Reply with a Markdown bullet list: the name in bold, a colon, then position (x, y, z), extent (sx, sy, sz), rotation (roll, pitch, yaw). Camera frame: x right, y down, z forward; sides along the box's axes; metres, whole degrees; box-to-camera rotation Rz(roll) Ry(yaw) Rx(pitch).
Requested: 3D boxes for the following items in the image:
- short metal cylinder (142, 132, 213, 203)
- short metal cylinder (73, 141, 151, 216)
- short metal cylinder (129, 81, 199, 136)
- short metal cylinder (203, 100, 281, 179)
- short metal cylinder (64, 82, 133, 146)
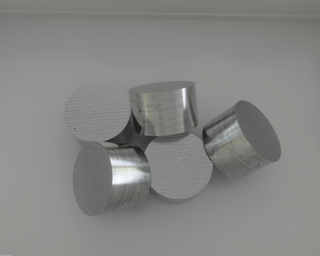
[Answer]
- **short metal cylinder**: position (0.020, 0.049, 0.377), extent (0.081, 0.050, 0.080), rotation (0, 70, 0)
- **short metal cylinder**: position (-0.056, 0.056, 0.351), extent (0.050, 0.080, 0.080), rotation (7, 63, -43)
- **short metal cylinder**: position (0.005, -0.026, 0.381), extent (0.081, 0.080, 0.050), rotation (-8, 106, -3)
- **short metal cylinder**: position (0.097, 0.014, 0.369), extent (0.080, 0.050, 0.080), rotation (27, 44, -30)
- **short metal cylinder**: position (-0.076, -0.012, 0.397), extent (0.081, 0.050, 0.080), rotation (0, 70, 0)
